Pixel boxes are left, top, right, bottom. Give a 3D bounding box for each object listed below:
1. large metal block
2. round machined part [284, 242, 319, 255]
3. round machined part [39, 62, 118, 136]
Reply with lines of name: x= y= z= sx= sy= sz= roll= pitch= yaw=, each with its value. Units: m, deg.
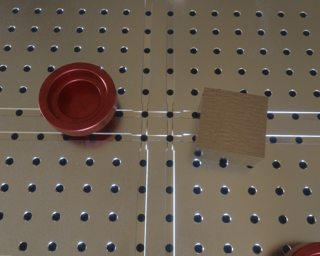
large metal block: x=0.089 y=0.000 z=0.399 sx=0.080 sy=0.050 sz=0.080 roll=9 pitch=70 yaw=3
round machined part: x=0.175 y=0.177 z=0.339 sx=0.099 sy=0.042 sz=0.098 roll=0 pitch=70 yaw=0
round machined part: x=-0.106 y=-0.035 z=0.415 sx=0.099 sy=0.042 sz=0.098 roll=0 pitch=70 yaw=0
